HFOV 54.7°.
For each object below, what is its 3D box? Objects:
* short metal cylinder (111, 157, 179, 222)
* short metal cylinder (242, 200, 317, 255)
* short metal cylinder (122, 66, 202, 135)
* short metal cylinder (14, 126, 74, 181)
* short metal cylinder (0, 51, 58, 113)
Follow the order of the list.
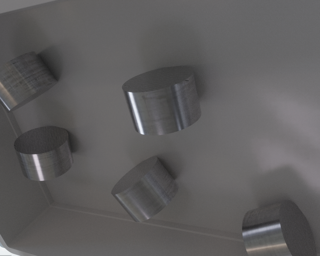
[{"bbox_3d":[-0.021,0.085,0.437,0.080,0.080,0.050,-29,102,38],"label":"short metal cylinder"},{"bbox_3d":[0.146,0.134,0.379,0.050,0.080,0.080,-31,101,38],"label":"short metal cylinder"},{"bbox_3d":[0.003,-0.033,0.351,0.080,0.080,0.050,0,118,28],"label":"short metal cylinder"},{"bbox_3d":[-0.183,0.039,0.494,0.080,0.080,0.050,12,124,21],"label":"short metal cylinder"},{"bbox_3d":[-0.194,-0.064,0.436,0.080,0.080,0.050,-24,105,36],"label":"short metal cylinder"}]
